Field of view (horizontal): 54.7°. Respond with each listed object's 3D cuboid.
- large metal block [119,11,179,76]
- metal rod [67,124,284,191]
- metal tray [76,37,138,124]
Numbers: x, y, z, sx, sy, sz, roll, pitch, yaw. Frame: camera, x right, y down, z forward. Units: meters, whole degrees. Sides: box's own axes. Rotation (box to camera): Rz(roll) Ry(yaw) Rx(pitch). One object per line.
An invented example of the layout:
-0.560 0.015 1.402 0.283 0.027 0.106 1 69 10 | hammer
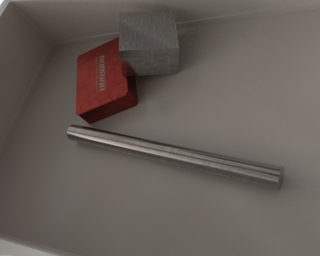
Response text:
-0.017 -0.125 0.455 0.081 0.050 0.080 -3 57 -2 | large metal block
-0.005 0.029 0.389 0.300 0.025 0.025 10 67 32 | metal rod
-0.087 -0.079 0.494 0.090 0.030 0.130 -20 54 15 | metal tray
